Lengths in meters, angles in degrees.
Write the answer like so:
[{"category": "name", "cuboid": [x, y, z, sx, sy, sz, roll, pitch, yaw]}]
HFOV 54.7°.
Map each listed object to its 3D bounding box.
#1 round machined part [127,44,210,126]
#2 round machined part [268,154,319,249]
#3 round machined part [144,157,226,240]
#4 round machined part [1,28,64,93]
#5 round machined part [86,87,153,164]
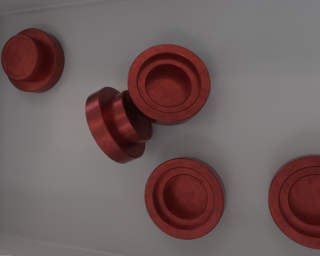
[{"category": "round machined part", "cuboid": [0.009, -0.050, 0.384, 0.099, 0.042, 0.098, 1, 77, -5]}, {"category": "round machined part", "cuboid": [0.171, 0.077, 0.341, 0.098, 0.042, 0.097, 0, 90, 20]}, {"category": "round machined part", "cuboid": [0.034, 0.084, 0.389, 0.098, 0.042, 0.097, 0, 90, 20]}, {"category": "round machined part", "cuboid": [-0.200, -0.104, 0.472, 0.098, 0.042, 0.097, 0, 90, 20]}, {"category": "round machined part", "cuboid": [-0.044, -0.008, 0.387, 0.042, 0.098, 0.098, -25, 82, 19]}]
